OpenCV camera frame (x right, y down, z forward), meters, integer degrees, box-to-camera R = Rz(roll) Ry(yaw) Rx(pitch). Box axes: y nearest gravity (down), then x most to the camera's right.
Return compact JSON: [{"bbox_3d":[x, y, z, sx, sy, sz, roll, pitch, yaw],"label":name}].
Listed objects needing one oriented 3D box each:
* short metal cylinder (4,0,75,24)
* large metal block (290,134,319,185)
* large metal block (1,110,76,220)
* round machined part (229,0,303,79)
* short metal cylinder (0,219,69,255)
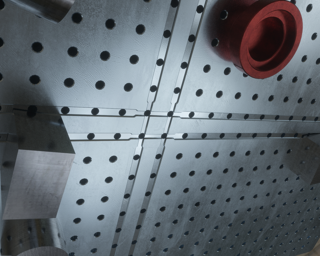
[{"bbox_3d":[-0.093,-0.131,0.244,0.050,0.080,0.080,18,109,-35],"label":"short metal cylinder"},{"bbox_3d":[0.313,0.058,0.602,0.081,0.050,0.079,-6,121,-26],"label":"large metal block"},{"bbox_3d":[-0.132,0.037,0.326,0.050,0.080,0.079,9,114,-32],"label":"large metal block"},{"bbox_3d":[0.130,-0.116,0.399,0.099,0.042,0.097,-14,124,-21],"label":"round machined part"},{"bbox_3d":[-0.165,0.166,0.408,0.081,0.050,0.079,-14,124,-21],"label":"short metal cylinder"}]
